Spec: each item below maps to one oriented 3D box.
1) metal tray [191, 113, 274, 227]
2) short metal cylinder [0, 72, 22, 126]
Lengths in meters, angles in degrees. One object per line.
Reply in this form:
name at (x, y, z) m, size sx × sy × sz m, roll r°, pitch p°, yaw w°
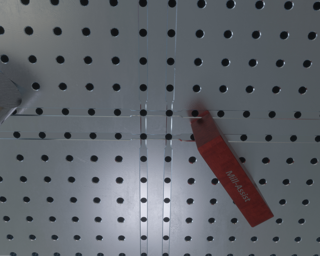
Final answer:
metal tray at (0.090, 0.051, 0.398) m, size 0.030 × 0.090 × 0.130 m, roll -33°, pitch 107°, yaw 11°
short metal cylinder at (-0.217, -0.037, 0.368) m, size 0.050 × 0.080 × 0.080 m, roll -42°, pitch 105°, yaw 14°
